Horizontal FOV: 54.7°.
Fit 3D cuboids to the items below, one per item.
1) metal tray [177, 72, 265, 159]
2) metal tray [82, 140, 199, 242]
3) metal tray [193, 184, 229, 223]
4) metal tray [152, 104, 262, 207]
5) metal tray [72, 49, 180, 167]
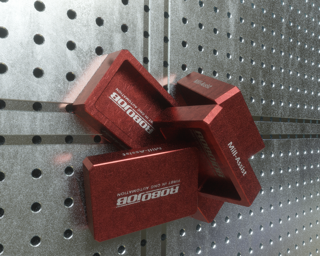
[{"bbox_3d":[0.075,-0.021,0.406,0.030,0.130,0.090,-33,114,-5],"label":"metal tray"},{"bbox_3d":[-0.018,0.070,0.361,0.131,0.030,0.089,-8,106,-25],"label":"metal tray"},{"bbox_3d":[0.079,0.065,0.473,0.130,0.030,0.090,-49,119,-29],"label":"metal tray"},{"bbox_3d":[0.057,0.034,0.377,0.030,0.090,0.130,-46,118,-30],"label":"metal tray"},{"bbox_3d":[-0.030,-0.020,0.382,0.130,0.030,0.090,43,64,-32],"label":"metal tray"}]
